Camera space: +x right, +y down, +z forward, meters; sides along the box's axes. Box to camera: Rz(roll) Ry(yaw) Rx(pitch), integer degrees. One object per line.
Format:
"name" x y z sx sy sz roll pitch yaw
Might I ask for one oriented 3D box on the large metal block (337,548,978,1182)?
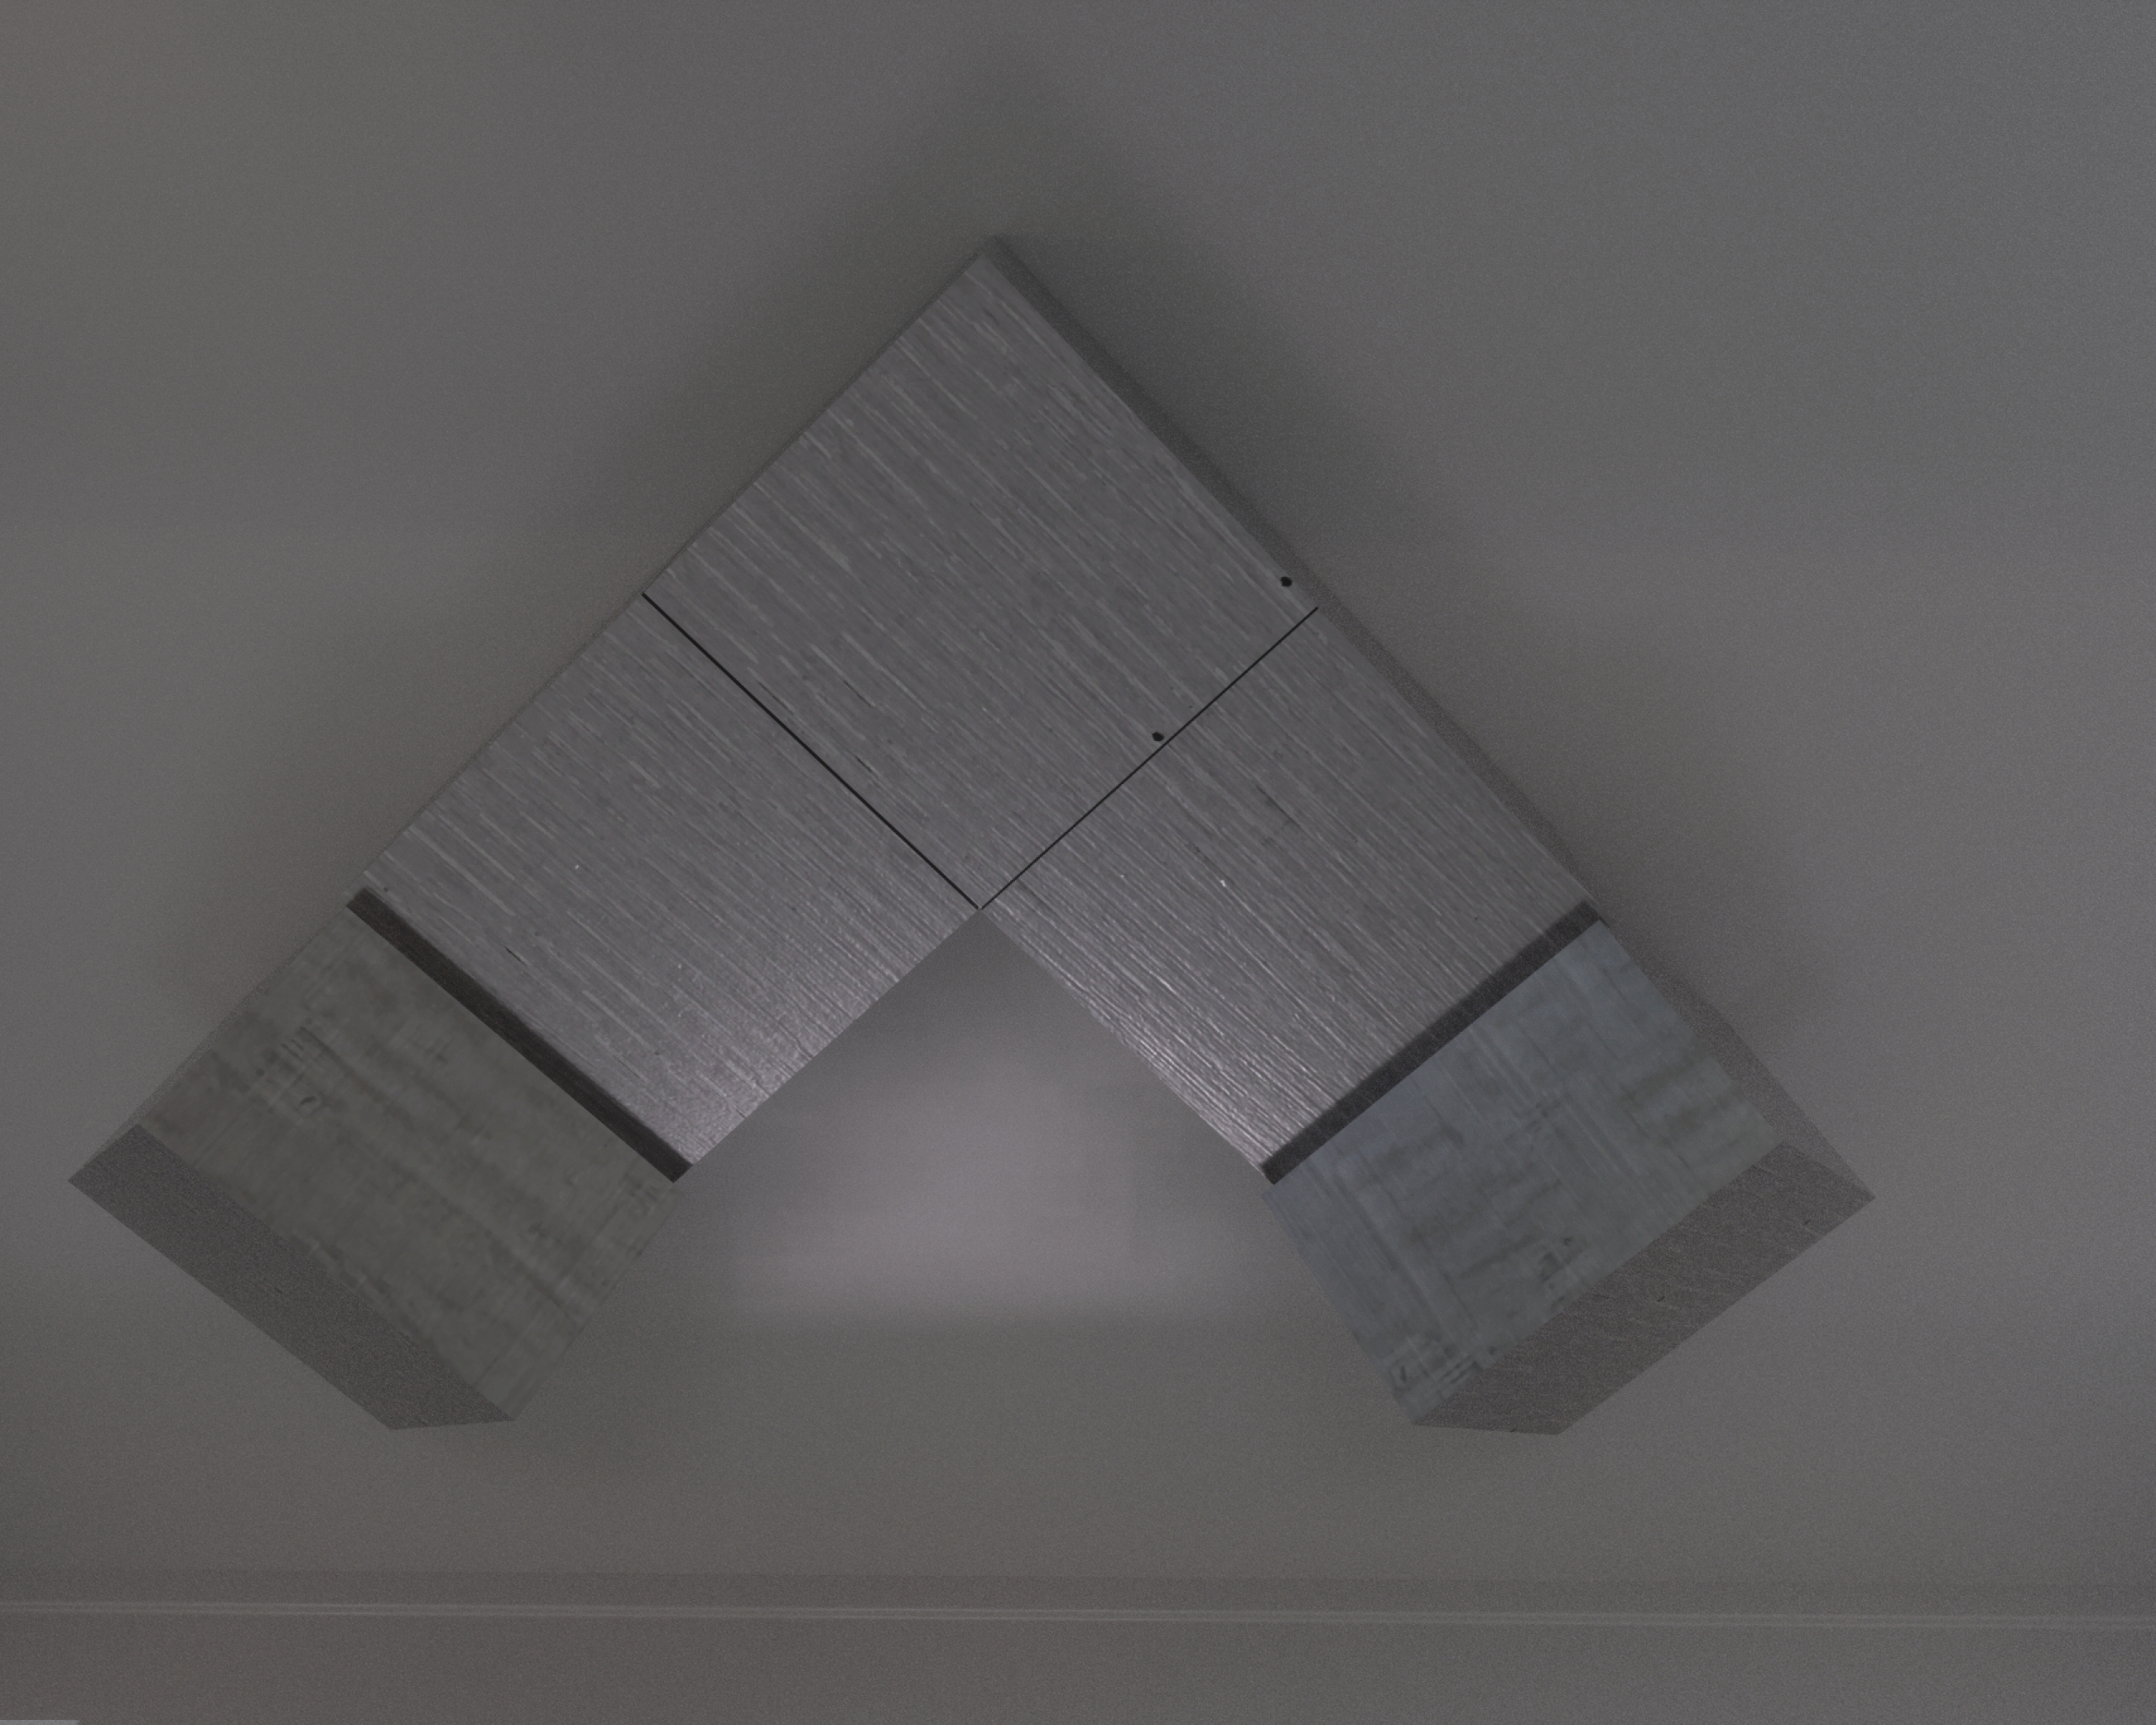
"large metal block" -0.075 -0.001 0.395 0.080 0.050 0.080 -42 105 14

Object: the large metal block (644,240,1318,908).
"large metal block" -0.016 -0.053 0.376 0.080 0.050 0.080 -42 105 14

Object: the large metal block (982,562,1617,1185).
"large metal block" 0.040 0.001 0.397 0.080 0.050 0.080 -42 105 14

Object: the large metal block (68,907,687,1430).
"large metal block" -0.134 0.061 0.394 0.080 0.050 0.080 44 147 -15

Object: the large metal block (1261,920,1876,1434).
"large metal block" 0.095 0.064 0.398 0.080 0.050 0.080 -42 148 14
